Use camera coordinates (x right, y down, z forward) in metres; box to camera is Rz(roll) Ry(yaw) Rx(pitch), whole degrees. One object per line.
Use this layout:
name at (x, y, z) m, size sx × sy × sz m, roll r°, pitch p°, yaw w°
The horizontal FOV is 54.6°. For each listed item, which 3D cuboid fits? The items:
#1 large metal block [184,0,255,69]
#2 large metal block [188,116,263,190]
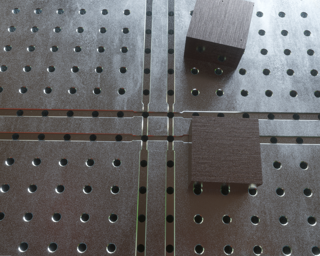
large metal block at (0.085, -0.142, 0.451) m, size 0.080 × 0.050 × 0.080 m, roll 14°, pitch 71°, yaw 5°
large metal block at (0.078, 0.033, 0.387) m, size 0.080 × 0.050 × 0.080 m, roll 2°, pitch 70°, yaw 1°
